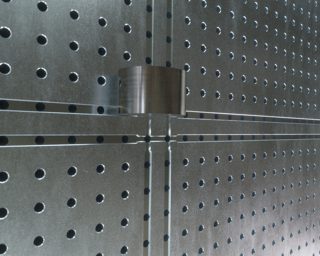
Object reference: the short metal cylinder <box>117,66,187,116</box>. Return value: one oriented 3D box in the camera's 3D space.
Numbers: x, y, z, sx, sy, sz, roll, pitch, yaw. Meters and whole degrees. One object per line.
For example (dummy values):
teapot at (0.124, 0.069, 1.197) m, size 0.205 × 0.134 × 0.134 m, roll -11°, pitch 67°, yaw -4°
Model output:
short metal cylinder at (-0.009, -0.040, 0.365) m, size 0.081 × 0.080 × 0.050 m, roll 1°, pitch 89°, yaw -40°
